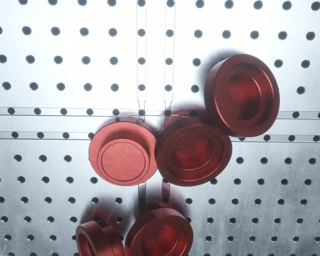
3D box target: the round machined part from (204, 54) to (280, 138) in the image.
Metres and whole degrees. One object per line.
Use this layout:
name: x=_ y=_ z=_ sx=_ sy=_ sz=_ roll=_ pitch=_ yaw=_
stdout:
round machined part: x=0.094 y=-0.036 z=0.376 sx=0.099 sy=0.042 sz=0.097 roll=2 pitch=84 yaw=-26

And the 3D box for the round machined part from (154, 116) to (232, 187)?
round machined part: x=0.041 y=0.026 z=0.406 sx=0.099 sy=0.042 sz=0.097 roll=-6 pitch=122 yaw=-10

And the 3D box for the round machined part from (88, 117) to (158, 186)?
round machined part: x=-0.047 y=0.037 z=0.417 sx=0.099 sy=0.042 sz=0.097 roll=0 pitch=110 yaw=-1

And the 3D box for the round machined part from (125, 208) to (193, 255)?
round machined part: x=-0.004 y=0.160 z=0.451 sx=0.099 sy=0.042 sz=0.097 roll=-8 pitch=109 yaw=-22

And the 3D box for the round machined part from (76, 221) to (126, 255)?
round machined part: x=-0.083 y=0.182 z=0.451 sx=0.042 sy=0.098 sz=0.097 roll=-15 pitch=114 yaw=-33
